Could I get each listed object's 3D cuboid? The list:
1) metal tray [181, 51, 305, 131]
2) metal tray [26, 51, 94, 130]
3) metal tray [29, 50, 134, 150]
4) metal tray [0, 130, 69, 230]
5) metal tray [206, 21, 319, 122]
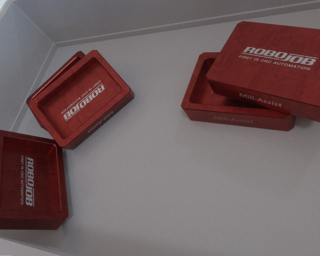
[{"bbox_3d":[0.100,-0.049,0.379,0.130,0.030,0.090,8,65,31],"label":"metal tray"},{"bbox_3d":[-0.155,-0.061,0.521,0.130,0.030,0.090,-44,51,-3],"label":"metal tray"},{"bbox_3d":[-0.116,-0.042,0.462,0.130,0.030,0.090,-41,77,-2],"label":"metal tray"},{"bbox_3d":[-0.175,0.067,0.411,0.030,0.091,0.130,-48,44,31],"label":"metal tray"},{"bbox_3d":[0.128,-0.067,0.337,0.130,0.030,0.090,22,73,36],"label":"metal tray"}]
